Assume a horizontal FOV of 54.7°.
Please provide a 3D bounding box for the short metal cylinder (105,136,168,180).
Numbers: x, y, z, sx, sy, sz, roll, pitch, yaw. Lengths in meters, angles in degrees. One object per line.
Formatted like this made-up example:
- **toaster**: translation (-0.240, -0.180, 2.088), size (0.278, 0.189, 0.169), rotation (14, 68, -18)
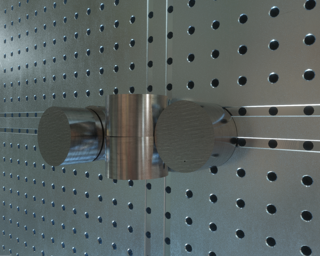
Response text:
- **short metal cylinder**: translation (-0.030, 0.036, 0.398), size (0.080, 0.081, 0.050), rotation (-1, 89, 40)

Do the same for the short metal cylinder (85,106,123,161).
- **short metal cylinder**: translation (-0.082, 0.008, 0.461), size (0.080, 0.050, 0.079), rotation (0, 90, 39)

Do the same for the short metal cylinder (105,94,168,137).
- **short metal cylinder**: translation (-0.030, -0.016, 0.399), size (0.080, 0.081, 0.050), rotation (1, 92, 40)

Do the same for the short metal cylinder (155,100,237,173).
- **short metal cylinder**: translation (0.041, 0.009, 0.359), size (0.080, 0.050, 0.079), rotation (0, 90, 39)

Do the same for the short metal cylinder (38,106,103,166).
- **short metal cylinder**: translation (-0.125, 0.011, 0.429), size (0.080, 0.050, 0.079), rotation (0, 90, 40)
